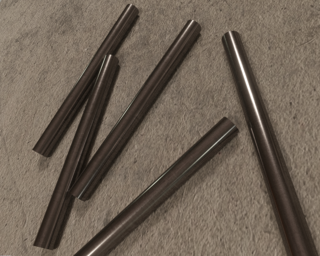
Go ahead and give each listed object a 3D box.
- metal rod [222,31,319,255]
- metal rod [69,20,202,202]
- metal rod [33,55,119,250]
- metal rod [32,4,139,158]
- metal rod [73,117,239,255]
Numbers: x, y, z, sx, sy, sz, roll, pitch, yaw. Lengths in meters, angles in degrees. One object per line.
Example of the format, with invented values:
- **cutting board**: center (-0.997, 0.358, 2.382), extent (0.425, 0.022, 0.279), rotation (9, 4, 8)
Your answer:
- **metal rod**: center (0.112, -0.001, 0.345), extent (0.025, 0.025, 0.299), rotation (-18, 55, 17)
- **metal rod**: center (-0.028, -0.033, 0.437), extent (0.025, 0.025, 0.300), rotation (24, 74, 36)
- **metal rod**: center (-0.113, 0.018, 0.449), extent (0.025, 0.025, 0.300), rotation (0, 61, 28)
- **metal rod**: center (-0.117, -0.087, 0.516), extent (0.025, 0.025, 0.300), rotation (16, 70, 34)
- **metal rod**: center (-0.027, 0.097, 0.357), extent (0.300, 0.025, 0.025), rotation (-42, 51, -2)
